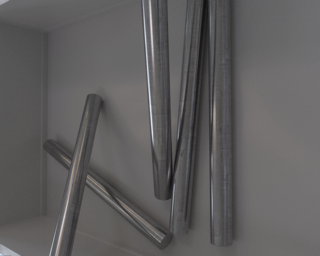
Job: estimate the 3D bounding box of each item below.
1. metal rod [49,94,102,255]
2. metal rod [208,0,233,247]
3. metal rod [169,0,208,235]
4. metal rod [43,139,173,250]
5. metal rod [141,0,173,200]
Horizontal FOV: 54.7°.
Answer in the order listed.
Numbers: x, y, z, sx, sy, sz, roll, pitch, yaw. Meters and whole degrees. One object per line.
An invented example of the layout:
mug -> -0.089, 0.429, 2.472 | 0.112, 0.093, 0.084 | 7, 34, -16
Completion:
metal rod -> -0.113, 0.078, 0.415 | 0.025, 0.025, 0.300 | -26, 47, 37
metal rod -> 0.068, -0.020, 0.350 | 0.025, 0.025, 0.298 | -1, 89, 40
metal rod -> 0.035, -0.020, 0.378 | 0.025, 0.025, 0.298 | 7, 95, 40
metal rod -> -0.099, 0.089, 0.488 | 0.300, 0.025, 0.025 | 28, 108, 36
metal rod -> -0.002, -0.044, 0.334 | 0.025, 0.025, 0.298 | 22, 127, 38
